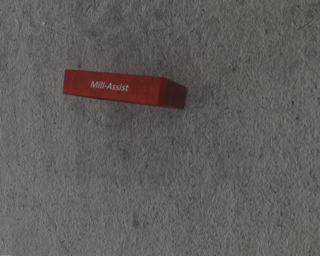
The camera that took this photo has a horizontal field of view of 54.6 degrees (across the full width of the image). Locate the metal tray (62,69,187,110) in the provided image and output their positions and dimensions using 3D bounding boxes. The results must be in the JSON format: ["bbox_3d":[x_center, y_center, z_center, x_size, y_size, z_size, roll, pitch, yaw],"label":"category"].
[{"bbox_3d":[-0.041,-0.047,0.389,0.130,0.090,0.030,8,93,20],"label":"metal tray"}]
